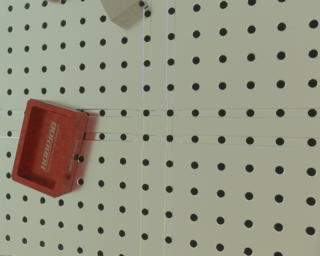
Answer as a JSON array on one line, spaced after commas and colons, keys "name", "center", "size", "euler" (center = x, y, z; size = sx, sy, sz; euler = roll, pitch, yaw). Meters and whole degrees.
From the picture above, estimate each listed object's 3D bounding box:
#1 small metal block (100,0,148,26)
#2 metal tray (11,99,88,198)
[{"name": "small metal block", "center": [-0.054, -0.181, 0.432], "size": [0.050, 0.025, 0.050], "euler": [-30, 80, 17]}, {"name": "metal tray", "center": [-0.168, 0.029, 0.469], "size": [0.090, 0.030, 0.129], "euler": [16, 95, 19]}]
